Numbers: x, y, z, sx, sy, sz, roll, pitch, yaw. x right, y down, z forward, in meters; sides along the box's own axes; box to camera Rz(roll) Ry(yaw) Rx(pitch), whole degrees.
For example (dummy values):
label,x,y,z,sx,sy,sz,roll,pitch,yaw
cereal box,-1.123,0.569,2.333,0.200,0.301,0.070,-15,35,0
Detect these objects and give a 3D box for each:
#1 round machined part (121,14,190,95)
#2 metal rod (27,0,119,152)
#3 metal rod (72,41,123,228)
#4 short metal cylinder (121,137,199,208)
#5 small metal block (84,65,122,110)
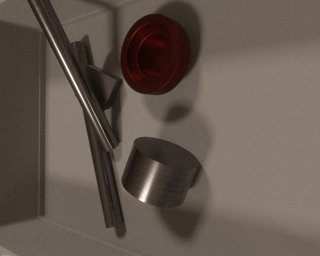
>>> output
label,x,y,z,sx,sy,sz,roll,pitch,yaw
round machined part,-0.001,-0.090,0.395,0.098,0.042,0.097,0,90,39
metal rod,-0.128,-0.100,0.416,0.025,0.025,0.299,-5,117,39
metal rod,-0.103,0.003,0.488,0.025,0.025,0.299,-23,76,37
short metal cylinder,0.000,0.050,0.369,0.080,0.081,0.050,31,109,35
small metal block,-0.092,-0.061,0.465,0.050,0.025,0.050,27,105,6
